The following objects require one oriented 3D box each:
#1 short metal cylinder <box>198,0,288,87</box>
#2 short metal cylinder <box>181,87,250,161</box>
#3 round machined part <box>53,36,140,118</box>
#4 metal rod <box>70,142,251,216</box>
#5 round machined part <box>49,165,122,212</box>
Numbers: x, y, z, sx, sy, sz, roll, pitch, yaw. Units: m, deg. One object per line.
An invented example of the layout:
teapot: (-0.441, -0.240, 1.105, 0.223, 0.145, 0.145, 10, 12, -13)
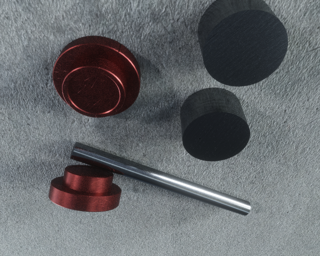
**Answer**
short metal cylinder: (0.081, -0.089, 0.316, 0.081, 0.050, 0.079, 0, 130, 0)
short metal cylinder: (0.067, -0.004, 0.389, 0.081, 0.050, 0.079, 0, 130, 0)
round machined part: (-0.072, -0.050, 0.352, 0.099, 0.042, 0.097, -1, 130, 0)
metal rod: (0.012, 0.084, 0.478, 0.302, 0.025, 0.025, 22, 127, -18)
round machined part: (-0.103, 0.081, 0.440, 0.099, 0.098, 0.042, 10, 94, -9)
